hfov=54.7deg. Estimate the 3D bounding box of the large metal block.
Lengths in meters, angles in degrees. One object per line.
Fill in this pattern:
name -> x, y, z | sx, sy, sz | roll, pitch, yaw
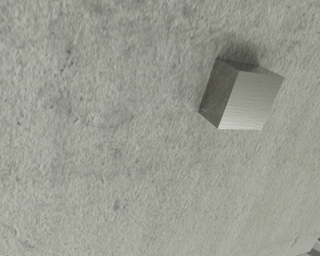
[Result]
large metal block -> 0.109, -0.045, 0.425 | 0.081, 0.050, 0.079 | 1, 118, -30
